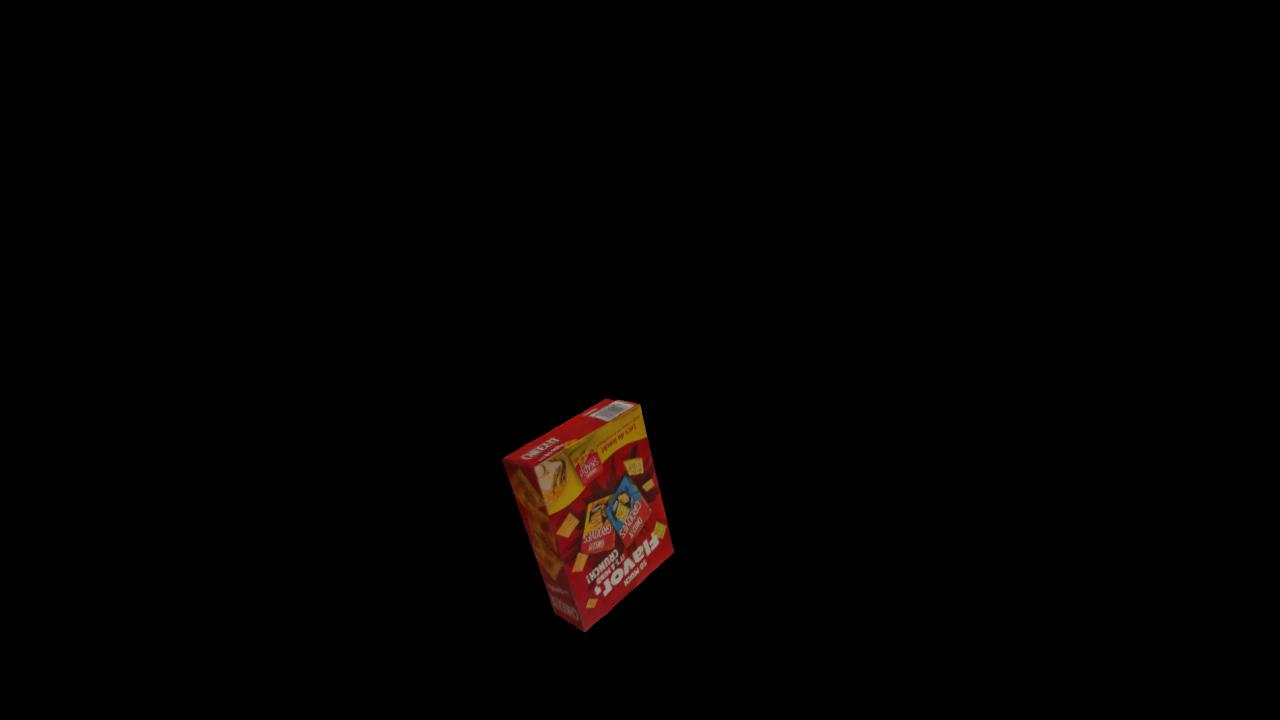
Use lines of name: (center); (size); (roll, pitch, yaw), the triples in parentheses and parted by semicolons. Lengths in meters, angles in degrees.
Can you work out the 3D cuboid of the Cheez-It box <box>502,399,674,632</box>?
Cheez-It box: (-0.052, 0.180, 0.743); (0.071, 0.223, 0.166); (6, 27, 46)
